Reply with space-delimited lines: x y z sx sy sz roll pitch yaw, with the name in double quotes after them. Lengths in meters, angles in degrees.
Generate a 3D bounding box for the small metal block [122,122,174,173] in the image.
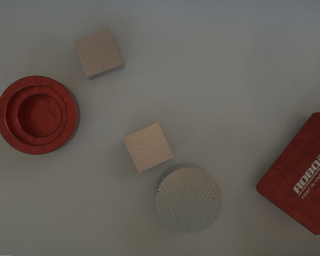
-0.015 0.025 0.411 0.050 0.025 0.050 -25 90 -1 "small metal block"

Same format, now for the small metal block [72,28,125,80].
-0.080 -0.097 0.410 0.050 0.025 0.050 -21 90 -1 "small metal block"

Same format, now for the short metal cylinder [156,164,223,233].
0.035 0.088 0.400 0.081 0.050 0.079 0 90 -1 "short metal cylinder"

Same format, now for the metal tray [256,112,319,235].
0.198 0.056 0.390 0.090 0.030 0.130 38 90 31 "metal tray"

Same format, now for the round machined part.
-0.152 -0.016 0.401 0.099 0.042 0.097 0 90 -1 "round machined part"
